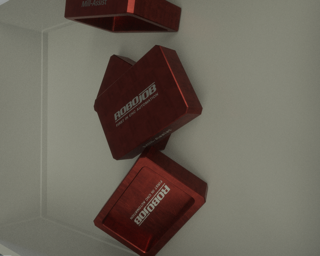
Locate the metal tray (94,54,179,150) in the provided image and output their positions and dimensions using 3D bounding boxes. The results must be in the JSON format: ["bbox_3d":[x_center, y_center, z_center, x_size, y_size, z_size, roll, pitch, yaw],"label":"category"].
[{"bbox_3d":[-0.033,-0.037,0.431,0.130,0.030,0.089,35,112,34],"label":"metal tray"}]

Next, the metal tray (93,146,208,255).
[{"bbox_3d":[-0.014,0.096,0.386,0.090,0.030,0.129,35,116,-2],"label":"metal tray"}]

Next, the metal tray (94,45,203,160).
[{"bbox_3d":[-0.021,-0.027,0.381,0.130,0.030,0.090,-34,69,34],"label":"metal tray"}]

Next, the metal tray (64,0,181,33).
[{"bbox_3d":[-0.050,-0.150,0.405,0.130,0.091,0.030,14,99,39],"label":"metal tray"}]
